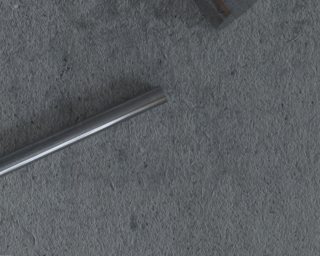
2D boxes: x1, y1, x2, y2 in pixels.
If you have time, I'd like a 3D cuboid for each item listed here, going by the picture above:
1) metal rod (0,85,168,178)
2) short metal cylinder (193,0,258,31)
[{"bbox_3d":[-0.132,0.017,0.408,0.301,0.025,0.025,-24,90,0],"label":"metal rod"},{"bbox_3d":[0.087,-0.167,0.383,0.080,0.080,0.050,-38,90,0],"label":"short metal cylinder"}]
